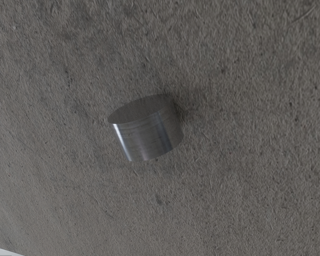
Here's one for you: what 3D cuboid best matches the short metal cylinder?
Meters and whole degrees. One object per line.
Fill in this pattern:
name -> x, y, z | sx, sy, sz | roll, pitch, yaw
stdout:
short metal cylinder -> -0.017, -0.002, 0.379 | 0.080, 0.080, 0.050 | -6, 115, 31
